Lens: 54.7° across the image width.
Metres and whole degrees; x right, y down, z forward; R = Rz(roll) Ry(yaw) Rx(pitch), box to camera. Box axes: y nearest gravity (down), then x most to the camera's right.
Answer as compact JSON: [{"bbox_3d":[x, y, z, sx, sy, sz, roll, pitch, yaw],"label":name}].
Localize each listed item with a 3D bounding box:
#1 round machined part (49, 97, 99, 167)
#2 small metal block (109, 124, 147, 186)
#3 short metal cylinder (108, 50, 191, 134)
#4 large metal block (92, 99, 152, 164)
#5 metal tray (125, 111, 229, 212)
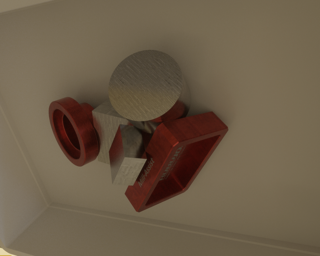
[{"bbox_3d":[-0.114,0.002,0.440,0.098,0.042,0.097,30,133,39],"label":"round machined part"},{"bbox_3d":[-0.039,0.032,0.363,0.025,0.050,0.050,8,132,-23],"label":"small metal block"},{"bbox_3d":[-0.010,-0.038,0.343,0.080,0.080,0.050,15,169,19],"label":"short metal cylinder"},{"bbox_3d":[-0.039,0.009,0.415,0.080,0.050,0.079,14,124,20],"label":"large metal block"},{"bbox_3d":[0.018,0.043,0.379,0.030,0.091,0.129,50,134,28],"label":"metal tray"}]
